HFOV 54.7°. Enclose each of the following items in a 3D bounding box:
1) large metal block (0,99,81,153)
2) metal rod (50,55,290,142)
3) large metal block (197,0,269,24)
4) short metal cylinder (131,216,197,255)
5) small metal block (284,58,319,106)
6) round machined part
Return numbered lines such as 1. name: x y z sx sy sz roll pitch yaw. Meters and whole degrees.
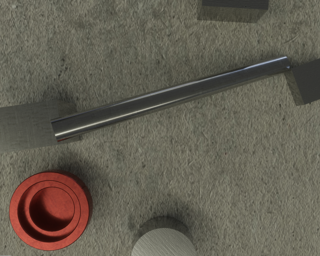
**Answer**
1. large metal block: -0.150 -0.001 0.381 0.081 0.080 0.050 -8 90 0
2. metal rod: 0.026 -0.041 0.370 0.302 0.025 0.025 -18 90 -17
3. large metal block: 0.093 -0.185 0.399 0.081 0.050 0.079 3 90 -1
4. short metal cylinder: 0.005 0.160 0.398 0.081 0.050 0.079 0 90 -1
5. small metal block: 0.202 -0.062 0.413 0.050 0.025 0.050 -20 90 -1
6. round machined part: -0.136 0.102 0.400 0.099 0.042 0.097 0 90 -1
